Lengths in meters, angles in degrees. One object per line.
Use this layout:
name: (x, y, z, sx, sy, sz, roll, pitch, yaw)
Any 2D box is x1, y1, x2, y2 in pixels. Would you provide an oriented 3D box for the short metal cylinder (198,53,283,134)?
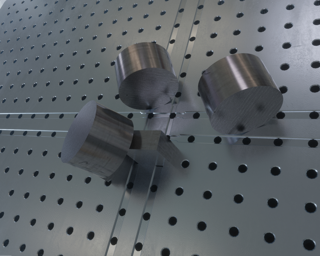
short metal cylinder: (0.089, -0.037, 0.349, 0.080, 0.080, 0.050, -24, 53, 13)

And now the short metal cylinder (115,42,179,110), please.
short metal cylinder: (-0.019, -0.070, 0.426, 0.080, 0.080, 0.050, -24, 53, 14)

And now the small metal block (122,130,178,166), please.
small metal block: (-0.013, 0.025, 0.383, 0.050, 0.050, 0.025, 0, 62, 28)

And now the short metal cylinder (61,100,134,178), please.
short metal cylinder: (-0.076, 0.013, 0.372, 0.080, 0.050, 0.080, -38, 37, 36)

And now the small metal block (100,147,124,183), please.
small metal block: (-0.079, 0.039, 0.426, 0.050, 0.025, 0.050, 22, 73, 36)
